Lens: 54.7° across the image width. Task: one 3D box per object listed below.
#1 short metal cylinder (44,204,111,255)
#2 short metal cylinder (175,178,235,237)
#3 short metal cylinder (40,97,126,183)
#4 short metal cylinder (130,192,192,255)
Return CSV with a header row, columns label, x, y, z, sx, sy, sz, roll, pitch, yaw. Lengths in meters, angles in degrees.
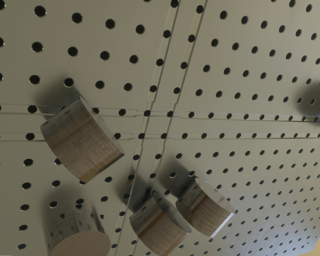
label,x,y,z,sx,sy,sz,roll,pitch,yaw
short metal cylinder,-0.115,0.153,0.427,0.081,0.050,0.079,-14,124,-21
short metal cylinder,0.072,0.125,0.492,0.080,0.080,0.050,32,101,-38
short metal cylinder,-0.082,0.012,0.338,0.050,0.080,0.080,-37,129,-3
short metal cylinder,0.001,0.144,0.465,0.050,0.080,0.080,-46,129,4
